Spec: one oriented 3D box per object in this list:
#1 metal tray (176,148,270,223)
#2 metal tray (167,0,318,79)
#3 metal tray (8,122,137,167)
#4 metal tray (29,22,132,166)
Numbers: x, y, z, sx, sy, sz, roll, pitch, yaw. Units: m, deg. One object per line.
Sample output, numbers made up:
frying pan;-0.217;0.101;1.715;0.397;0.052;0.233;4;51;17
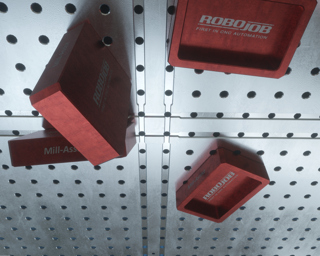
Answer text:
metal tray;0.095;0.096;0.491;0.091;0.030;0.129;23;126;-19
metal tray;0.078;-0.103;0.321;0.131;0.030;0.089;6;130;-6
metal tray;-0.100;0.017;0.381;0.131;0.090;0.030;-5;97;4
metal tray;-0.068;-0.038;0.309;0.030;0.130;0.090;-23;127;18
